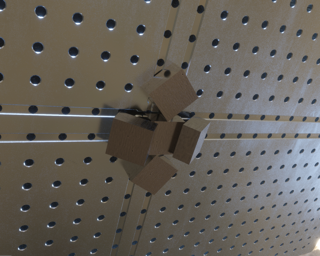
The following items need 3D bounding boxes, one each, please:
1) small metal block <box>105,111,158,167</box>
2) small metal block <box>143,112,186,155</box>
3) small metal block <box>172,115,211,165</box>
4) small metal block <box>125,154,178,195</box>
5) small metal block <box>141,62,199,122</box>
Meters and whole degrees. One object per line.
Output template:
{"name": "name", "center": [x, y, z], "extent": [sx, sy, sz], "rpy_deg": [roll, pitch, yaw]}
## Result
{"name": "small metal block", "center": [-0.035, 0.013, 0.383], "extent": [0.050, 0.025, 0.050], "rpy_deg": [18, 114, 3]}
{"name": "small metal block", "center": [0.000, 0.008, 0.415], "extent": [0.050, 0.025, 0.050], "rpy_deg": [1, 117, -29]}
{"name": "small metal block", "center": [0.044, 0.015, 0.426], "extent": [0.050, 0.025, 0.050], "rpy_deg": [-36, 146, -61]}
{"name": "small metal block", "center": [-0.011, 0.061, 0.441], "extent": [0.050, 0.025, 0.050], "rpy_deg": [-47, 128, 5]}
{"name": "small metal block", "center": [0.013, -0.045, 0.390], "extent": [0.050, 0.025, 0.050], "rpy_deg": [-38, 129, -3]}
